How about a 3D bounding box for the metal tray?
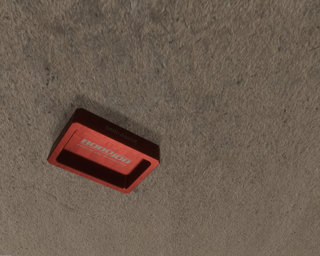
[{"bbox_3d":[-0.077,0.037,0.433,0.131,0.030,0.090,28,125,-22],"label":"metal tray"}]
